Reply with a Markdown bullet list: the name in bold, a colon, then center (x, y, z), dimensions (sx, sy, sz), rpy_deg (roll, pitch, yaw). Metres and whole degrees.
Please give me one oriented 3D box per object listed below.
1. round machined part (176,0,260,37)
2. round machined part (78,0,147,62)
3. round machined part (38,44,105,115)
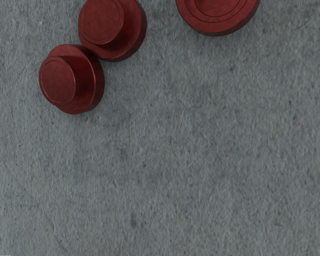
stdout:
- **round machined part**: center (0.071, -0.159, 0.374), dimensions (0.098, 0.042, 0.097), rpy_deg (0, 90, 19)
- **round machined part**: center (-0.071, -0.143, 0.424), dimensions (0.098, 0.042, 0.097), rpy_deg (0, 90, 19)
- **round machined part**: center (-0.129, -0.066, 0.430), dimensions (0.098, 0.042, 0.097), rpy_deg (8, 107, 28)
